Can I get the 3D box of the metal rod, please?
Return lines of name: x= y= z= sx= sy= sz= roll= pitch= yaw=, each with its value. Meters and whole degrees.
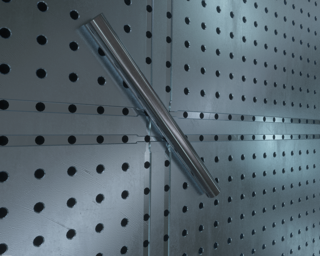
metal rod: x=0.004 y=-0.012 z=0.411 sx=0.025 sy=0.025 sz=0.300 roll=-50 pitch=120 yaw=-28
